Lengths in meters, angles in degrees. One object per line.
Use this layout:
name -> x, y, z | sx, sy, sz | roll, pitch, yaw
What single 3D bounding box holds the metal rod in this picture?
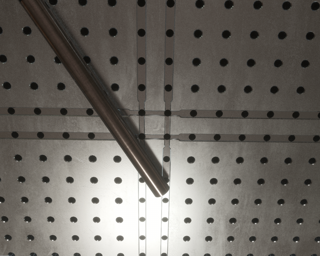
metal rod -> -0.073, -0.029, 0.401 | 0.025, 0.025, 0.299 | -29, 108, 10
